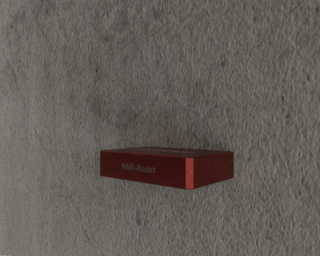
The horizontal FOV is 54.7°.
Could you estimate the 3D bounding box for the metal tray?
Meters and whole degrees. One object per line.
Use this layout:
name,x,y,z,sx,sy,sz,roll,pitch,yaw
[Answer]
metal tray,0.006,0.041,0.355,0.130,0.091,0.030,0,90,39
